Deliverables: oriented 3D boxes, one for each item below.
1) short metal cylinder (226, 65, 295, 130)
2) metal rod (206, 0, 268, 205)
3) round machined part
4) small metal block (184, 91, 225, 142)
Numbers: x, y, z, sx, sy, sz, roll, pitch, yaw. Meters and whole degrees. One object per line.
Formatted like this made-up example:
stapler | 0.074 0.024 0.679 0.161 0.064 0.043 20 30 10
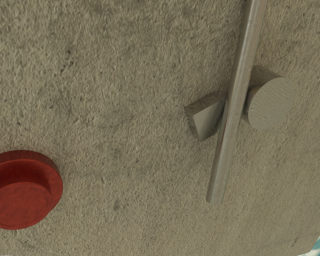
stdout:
short metal cylinder | 0.143 -0.044 0.444 0.081 0.050 0.079 -14 125 -21
metal rod | 0.100 -0.033 0.413 0.025 0.025 0.298 -2 110 -28
round machined part | -0.162 0.077 0.356 0.099 0.042 0.097 -14 125 -21
small metal block | 0.067 -0.016 0.436 0.050 0.025 0.050 -29 129 -10
